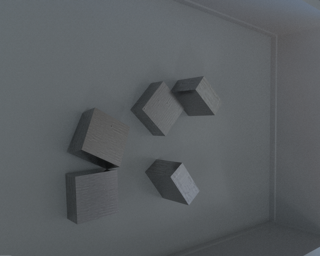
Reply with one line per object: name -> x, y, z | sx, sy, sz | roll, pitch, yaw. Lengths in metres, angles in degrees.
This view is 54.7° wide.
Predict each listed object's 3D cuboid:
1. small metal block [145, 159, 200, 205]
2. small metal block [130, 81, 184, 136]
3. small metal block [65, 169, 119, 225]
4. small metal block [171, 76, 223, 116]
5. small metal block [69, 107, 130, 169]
small metal block -> 0.016, 0.070, 0.404 | 0.025, 0.050, 0.050 | -46, 118, -30
small metal block -> -0.002, -0.025, 0.404 | 0.050, 0.025, 0.050 | 49, 61, -29
small metal block -> -0.075, 0.073, 0.344 | 0.050, 0.025, 0.050 | -4, 93, -40
small metal block -> 0.050, -0.043, 0.432 | 0.050, 0.050, 0.025 | 48, 62, -30
small metal block -> -0.066, 0.013, 0.345 | 0.050, 0.025, 0.050 | 31, 58, -36
